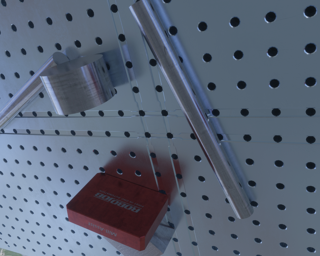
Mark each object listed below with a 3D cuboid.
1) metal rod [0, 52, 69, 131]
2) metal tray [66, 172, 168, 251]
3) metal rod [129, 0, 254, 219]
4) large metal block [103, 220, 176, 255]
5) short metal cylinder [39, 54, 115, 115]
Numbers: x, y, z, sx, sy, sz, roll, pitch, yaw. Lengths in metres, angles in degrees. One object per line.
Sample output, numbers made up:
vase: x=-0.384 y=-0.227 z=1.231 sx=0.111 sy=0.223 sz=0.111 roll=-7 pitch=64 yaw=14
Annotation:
metal rod: x=-0.240 y=-0.036 z=0.512 sx=0.299 sy=0.025 sz=0.025 roll=-28 pitch=103 yaw=37
metal tray: x=-0.064 y=0.123 z=0.476 sx=0.130 sy=0.090 sz=0.030 roll=15 pitch=124 yaw=19
metal rod: x=0.046 y=-0.011 z=0.378 sx=0.025 sy=0.025 sz=0.299 roll=-17 pitch=110 yaw=34
large metal block: x=-0.035 y=0.178 z=0.522 sx=0.080 sy=0.050 sz=0.080 roll=42 pitch=129 yaw=-2
short metal cylinder: x=-0.103 y=-0.057 z=0.393 sx=0.080 sy=0.080 sz=0.050 roll=-2 pitch=117 yaw=29
